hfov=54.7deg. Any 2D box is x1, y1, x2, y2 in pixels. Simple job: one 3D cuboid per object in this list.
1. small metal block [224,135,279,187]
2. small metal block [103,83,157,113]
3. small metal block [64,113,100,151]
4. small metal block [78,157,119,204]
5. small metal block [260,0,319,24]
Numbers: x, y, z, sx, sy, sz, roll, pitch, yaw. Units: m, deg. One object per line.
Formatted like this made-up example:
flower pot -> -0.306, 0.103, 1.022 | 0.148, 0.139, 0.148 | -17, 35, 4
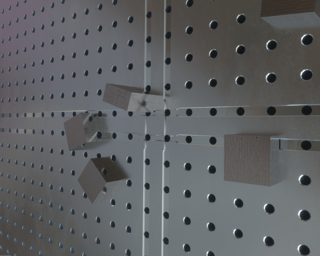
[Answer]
small metal block -> 0.097, 0.032, 0.329 | 0.050, 0.025, 0.050 | 1, 90, 39
small metal block -> -0.041, -0.041, 0.425 | 0.050, 0.050, 0.025 | 23, 105, 37
small metal block -> -0.131, 0.007, 0.515 | 0.050, 0.025, 0.050 | -24, 75, 37
small metal block -> -0.098, 0.082, 0.488 | 0.050, 0.025, 0.050 | 49, 119, 28
small metal block -> 0.130, -0.132, 0.302 | 0.050, 0.025, 0.050 | 9, 96, 39
